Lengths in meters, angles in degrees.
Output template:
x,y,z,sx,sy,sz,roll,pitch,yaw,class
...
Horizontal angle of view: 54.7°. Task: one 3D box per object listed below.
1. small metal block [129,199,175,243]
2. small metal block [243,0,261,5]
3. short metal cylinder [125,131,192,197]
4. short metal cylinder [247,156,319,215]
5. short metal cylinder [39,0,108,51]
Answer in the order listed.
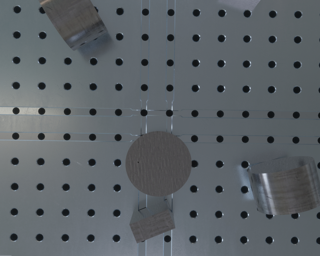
x,y,z,sx,sy,sz,roll,pitch,yaw,class
-0.009,0.119,0.401,0.050,0.050,0.025,-22,90,0,small metal block
0.118,-0.201,0.414,0.050,0.025,0.050,18,90,0,small metal block
-0.002,0.043,0.401,0.081,0.050,0.079,0,90,0,short metal cylinder
0.155,0.070,0.387,0.080,0.080,0.050,-14,90,0,short metal cylinder
-0.107,-0.144,0.385,0.050,0.080,0.080,-30,90,0,short metal cylinder
